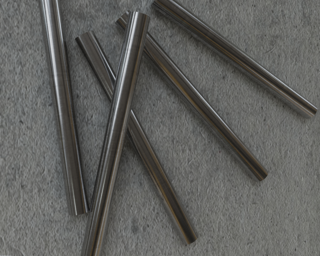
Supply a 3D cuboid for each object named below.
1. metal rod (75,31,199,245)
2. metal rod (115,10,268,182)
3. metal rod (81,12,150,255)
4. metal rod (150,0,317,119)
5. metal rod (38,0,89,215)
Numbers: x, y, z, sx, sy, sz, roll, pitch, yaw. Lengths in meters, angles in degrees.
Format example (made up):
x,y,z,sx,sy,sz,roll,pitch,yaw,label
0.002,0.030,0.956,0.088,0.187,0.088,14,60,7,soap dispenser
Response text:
x,y,z,sx,sy,sz,roll,pitch,yaw,label
-0.025,0.020,0.399,0.025,0.025,0.299,-30,100,-18,metal rod
0.052,-0.035,0.427,0.025,0.025,0.300,-47,105,-14,metal rod
-0.054,0.016,0.367,0.025,0.025,0.298,10,94,-20,metal rod
0.118,-0.099,0.451,0.301,0.025,0.025,31,80,-18,metal rod
-0.116,-0.047,0.366,0.025,0.025,0.298,-8,93,-20,metal rod
